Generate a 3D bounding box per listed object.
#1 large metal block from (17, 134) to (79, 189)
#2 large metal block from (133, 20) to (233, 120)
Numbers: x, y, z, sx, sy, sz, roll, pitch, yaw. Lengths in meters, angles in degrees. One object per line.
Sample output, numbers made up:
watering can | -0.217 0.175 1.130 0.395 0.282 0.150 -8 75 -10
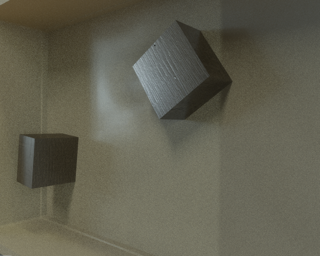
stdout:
large metal block | -0.191 0.053 0.529 0.050 0.081 0.079 9 96 40
large metal block | 0.025 -0.065 0.370 0.080 0.050 0.080 -40 66 32
